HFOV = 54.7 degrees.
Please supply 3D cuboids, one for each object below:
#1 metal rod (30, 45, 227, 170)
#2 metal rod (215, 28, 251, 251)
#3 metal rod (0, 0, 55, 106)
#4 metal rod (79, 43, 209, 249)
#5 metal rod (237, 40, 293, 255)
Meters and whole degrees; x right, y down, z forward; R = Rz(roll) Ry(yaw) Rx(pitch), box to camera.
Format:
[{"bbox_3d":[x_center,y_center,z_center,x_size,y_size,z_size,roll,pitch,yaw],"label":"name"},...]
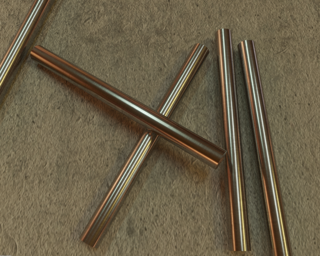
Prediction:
[{"bbox_3d":[-0.053,-0.035,0.400,0.300,0.025,0.025,30,73,18],"label":"metal rod"},{"bbox_3d":[0.093,0.001,0.408,0.025,0.025,0.299,0,70,0],"label":"metal rod"},{"bbox_3d":[-0.201,-0.123,0.451,0.025,0.025,0.299,16,71,5],"label":"metal rod"},{"bbox_3d":[-0.011,0.010,0.404,0.025,0.025,0.300,27,72,9],"label":"metal rod"},{"bbox_3d":[0.133,0.019,0.401,0.025,0.025,0.299,-2,70,-1],"label":"metal rod"}]
